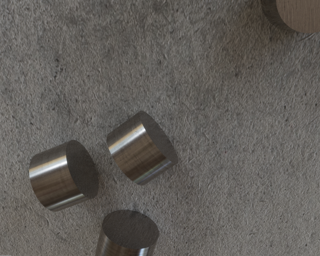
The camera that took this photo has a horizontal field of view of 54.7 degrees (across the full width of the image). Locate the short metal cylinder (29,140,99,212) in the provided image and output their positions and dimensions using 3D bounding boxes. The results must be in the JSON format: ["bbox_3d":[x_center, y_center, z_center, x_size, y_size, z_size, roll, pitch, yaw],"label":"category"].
[{"bbox_3d":[-0.122,0.061,0.402,0.050,0.080,0.080,-22,109,8],"label":"short metal cylinder"}]

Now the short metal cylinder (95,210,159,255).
[{"bbox_3d":[-0.047,0.162,0.439,0.080,0.080,0.050,14,110,-5],"label":"short metal cylinder"}]

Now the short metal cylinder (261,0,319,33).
[{"bbox_3d":[0.160,-0.148,0.343,0.081,0.050,0.079,0,110,0],"label":"short metal cylinder"}]

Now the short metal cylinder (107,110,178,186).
[{"bbox_3d":[-0.021,0.025,0.389,0.050,0.080,0.080,-35,107,12],"label":"short metal cylinder"}]
